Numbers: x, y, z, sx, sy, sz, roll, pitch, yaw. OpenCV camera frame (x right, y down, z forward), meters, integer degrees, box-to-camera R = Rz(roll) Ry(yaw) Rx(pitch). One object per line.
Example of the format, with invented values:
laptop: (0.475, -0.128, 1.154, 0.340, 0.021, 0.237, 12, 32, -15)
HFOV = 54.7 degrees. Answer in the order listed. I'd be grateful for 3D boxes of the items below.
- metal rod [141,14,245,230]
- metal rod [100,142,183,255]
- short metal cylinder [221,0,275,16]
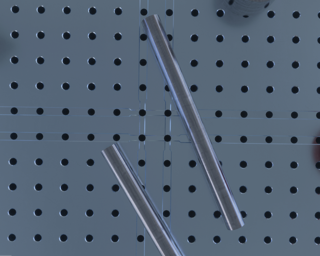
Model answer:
metal rod: (0.044, -0.007, 0.413, 0.025, 0.025, 0.299, -23, 90, 0)
metal rod: (0.007, 0.155, 0.413, 0.025, 0.025, 0.299, -30, 90, 0)
short metal cylinder: (0.121, -0.194, 0.402, 0.081, 0.050, 0.079, 0, 90, -1)
